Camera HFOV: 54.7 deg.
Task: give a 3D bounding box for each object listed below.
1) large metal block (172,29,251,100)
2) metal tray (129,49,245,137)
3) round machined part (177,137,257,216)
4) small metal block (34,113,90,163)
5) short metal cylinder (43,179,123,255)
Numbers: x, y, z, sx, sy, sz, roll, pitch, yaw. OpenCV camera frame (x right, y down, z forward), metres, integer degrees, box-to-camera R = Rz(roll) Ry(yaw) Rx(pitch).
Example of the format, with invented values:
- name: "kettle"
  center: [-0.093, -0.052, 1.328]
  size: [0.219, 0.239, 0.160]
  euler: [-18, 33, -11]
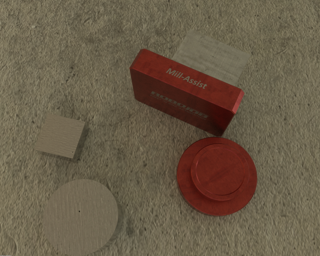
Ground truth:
- name: "large metal block"
  center: [0.061, -0.071, 0.405]
  size: [0.080, 0.080, 0.050]
  euler: [26, 72, 9]
- name: "metal tray"
  center: [0.030, -0.041, 0.388]
  size: [0.130, 0.090, 0.030]
  euler: [25, 72, 8]
- name: "round machined part"
  center: [0.070, 0.057, 0.379]
  size: [0.099, 0.042, 0.098]
  euler: [0, 70, 0]
- name: "small metal block"
  center: [-0.126, 0.014, 0.402]
  size: [0.050, 0.025, 0.050]
  euler: [13, 70, 4]
- name: "short metal cylinder"
  center: [-0.085, 0.103, 0.357]
  size: [0.081, 0.050, 0.080]
  euler: [0, 70, 0]
